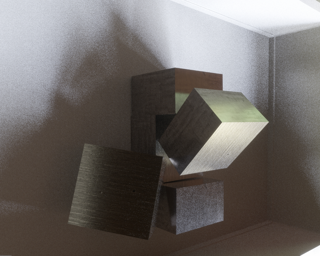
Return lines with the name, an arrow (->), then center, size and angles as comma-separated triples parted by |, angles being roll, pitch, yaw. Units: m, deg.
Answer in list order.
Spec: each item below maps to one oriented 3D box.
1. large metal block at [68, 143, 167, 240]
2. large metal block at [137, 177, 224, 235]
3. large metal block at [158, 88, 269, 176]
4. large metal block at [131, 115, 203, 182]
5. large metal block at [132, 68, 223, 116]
large metal block -> -0.041, 0.064, 0.326 | 0.050, 0.080, 0.080 | 56, 44, -79
large metal block -> 0.022, 0.090, 0.389 | 0.081, 0.080, 0.050 | 0, 90, -40
large metal block -> 0.058, 0.004, 0.347 | 0.081, 0.079, 0.050 | -1, 46, -40
large metal block -> 0.010, 0.024, 0.401 | 0.081, 0.050, 0.079 | -1, 91, -40
large metal block -> 0.021, -0.041, 0.387 | 0.081, 0.080, 0.050 | -2, 91, -40
